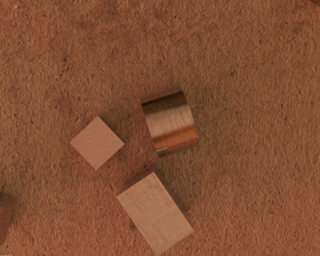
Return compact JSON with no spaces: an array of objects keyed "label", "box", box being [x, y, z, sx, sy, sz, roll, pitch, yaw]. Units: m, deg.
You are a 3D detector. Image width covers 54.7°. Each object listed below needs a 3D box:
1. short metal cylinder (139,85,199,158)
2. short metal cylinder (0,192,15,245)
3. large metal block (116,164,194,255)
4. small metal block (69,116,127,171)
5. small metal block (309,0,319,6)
[{"label":"short metal cylinder","box":[0.011,-0.008,0.383,0.050,0.080,0.080,-18,90,0]},{"label":"short metal cylinder","box":[-0.227,0.110,0.381,0.080,0.080,0.050,12,90,0]},{"label":"large metal block","box":[-0.005,0.095,0.383,0.050,0.080,0.080,-34,90,0]},{"label":"small metal block","box":[-0.081,0.019,0.409,0.050,0.025,0.050,-43,90,0]},{"label":"small metal block","box":[0.224,-0.192,0.399,0.025,0.050,0.050,29,90,0]}]
